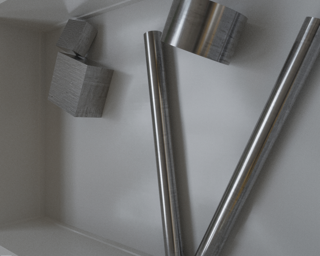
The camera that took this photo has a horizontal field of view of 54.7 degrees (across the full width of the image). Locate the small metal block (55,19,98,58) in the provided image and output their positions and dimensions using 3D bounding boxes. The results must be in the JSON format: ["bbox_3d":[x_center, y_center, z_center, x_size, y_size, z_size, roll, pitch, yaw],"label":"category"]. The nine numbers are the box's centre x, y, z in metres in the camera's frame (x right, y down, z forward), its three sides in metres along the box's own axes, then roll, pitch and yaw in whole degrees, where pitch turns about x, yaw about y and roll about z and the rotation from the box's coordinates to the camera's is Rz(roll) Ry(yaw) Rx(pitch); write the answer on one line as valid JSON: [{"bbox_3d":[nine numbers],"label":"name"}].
[{"bbox_3d":[-0.137,-0.147,0.507,0.050,0.025,0.050,22,85,37],"label":"small metal block"}]

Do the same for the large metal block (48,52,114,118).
[{"bbox_3d":[-0.128,-0.068,0.493,0.080,0.050,0.079,28,108,36],"label":"large metal block"}]

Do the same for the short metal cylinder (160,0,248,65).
[{"bbox_3d":[0.046,-0.105,0.332,0.080,0.081,0.050,32,110,35],"label":"short metal cylinder"}]

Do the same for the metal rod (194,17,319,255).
[{"bbox_3d":[0.096,0.036,0.326,0.025,0.025,0.298,32,110,35],"label":"metal rod"}]

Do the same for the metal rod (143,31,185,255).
[{"bbox_3d":[0.005,0.023,0.400,0.025,0.025,0.298,-10,84,39],"label":"metal rod"}]
